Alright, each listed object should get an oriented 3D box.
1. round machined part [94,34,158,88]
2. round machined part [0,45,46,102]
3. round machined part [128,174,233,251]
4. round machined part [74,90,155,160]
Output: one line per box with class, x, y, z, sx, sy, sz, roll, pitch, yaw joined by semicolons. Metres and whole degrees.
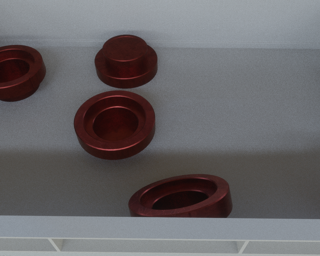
round machined part;-0.053;-0.110;0.486;0.099;0.042;0.098;0;50;0
round machined part;-0.218;-0.076;0.457;0.099;0.042;0.098;0;50;0
round machined part;0.022;0.082;0.303;0.099;0.042;0.098;-11;9;2
round machined part;-0.055;0.001;0.393;0.099;0.042;0.098;0;50;0
